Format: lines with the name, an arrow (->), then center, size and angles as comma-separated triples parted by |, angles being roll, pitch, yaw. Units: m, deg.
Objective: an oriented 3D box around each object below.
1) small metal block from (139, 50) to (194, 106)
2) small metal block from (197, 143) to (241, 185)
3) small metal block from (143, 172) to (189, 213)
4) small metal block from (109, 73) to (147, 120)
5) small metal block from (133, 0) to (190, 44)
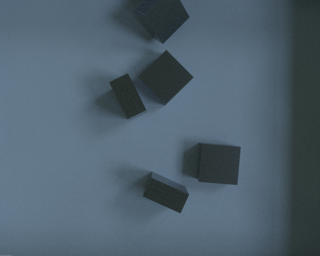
small metal block -> 0.008, -0.066, 0.412 | 0.050, 0.025, 0.050 | -45, 91, 0
small metal block -> 0.077, 0.047, 0.413 | 0.050, 0.025, 0.050 | 5, 90, -1
small metal block -> 0.007, 0.082, 0.399 | 0.050, 0.050, 0.025 | 25, 90, -1
small metal block -> -0.039, -0.038, 0.398 | 0.025, 0.050, 0.050 | -26, 90, 0
small metal block -> 0.003, -0.146, 0.397 | 0.050, 0.050, 0.025 | -45, 48, 0
